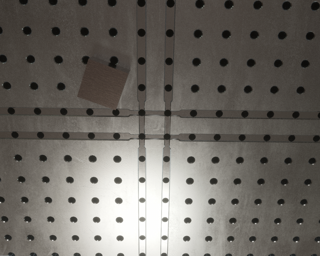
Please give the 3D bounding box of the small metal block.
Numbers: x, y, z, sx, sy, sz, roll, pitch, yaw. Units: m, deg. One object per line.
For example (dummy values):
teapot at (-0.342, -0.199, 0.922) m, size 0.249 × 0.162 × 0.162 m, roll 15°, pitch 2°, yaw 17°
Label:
small metal block at (-0.071, -0.057, 0.392) m, size 0.050 × 0.025 × 0.050 m, roll 19°, pitch 109°, yaw -8°
